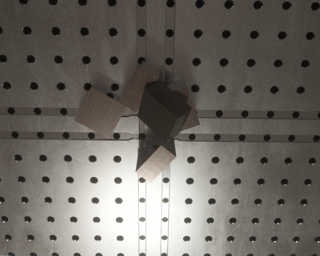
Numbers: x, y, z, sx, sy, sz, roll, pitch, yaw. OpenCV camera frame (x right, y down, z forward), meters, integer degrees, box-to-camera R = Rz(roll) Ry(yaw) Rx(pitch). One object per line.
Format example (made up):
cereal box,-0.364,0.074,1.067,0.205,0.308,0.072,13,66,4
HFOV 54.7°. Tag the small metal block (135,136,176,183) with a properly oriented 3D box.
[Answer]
small metal block,-0.006,0.038,0.414,0.025,0.050,0.050,39,105,-13

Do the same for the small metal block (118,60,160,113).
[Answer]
small metal block,-0.025,-0.053,0.380,0.025,0.050,0.050,32,107,-11

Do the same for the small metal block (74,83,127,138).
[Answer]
small metal block,-0.076,-0.023,0.404,0.050,0.025,0.050,28,107,-11

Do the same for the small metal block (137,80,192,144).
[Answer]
small metal block,0.004,-0.018,0.359,0.050,0.025,0.050,43,145,16

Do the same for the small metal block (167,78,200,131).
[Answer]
small metal block,0.028,-0.030,0.389,0.025,0.050,0.050,-20,109,6
